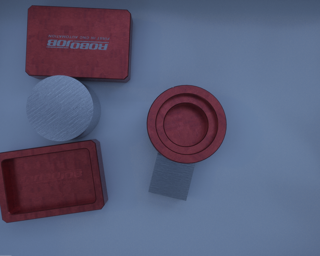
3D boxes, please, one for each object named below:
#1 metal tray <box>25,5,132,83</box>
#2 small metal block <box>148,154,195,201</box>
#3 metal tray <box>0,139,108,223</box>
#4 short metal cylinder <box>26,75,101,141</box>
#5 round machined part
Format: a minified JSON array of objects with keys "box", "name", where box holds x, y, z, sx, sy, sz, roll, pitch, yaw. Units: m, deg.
[{"box":[-0.104,-0.109,0.407,0.131,0.030,0.089,2,90,-1],"name":"metal tray"},{"box":[0.015,0.064,0.412,0.050,0.025,0.050,14,90,-1],"name":"small metal block"},{"box":[-0.141,0.068,0.407,0.131,0.030,0.089,-8,90,-1],"name":"metal tray"},{"box":[-0.121,-0.024,0.397,0.081,0.050,0.079,0,90,-1],"name":"short metal cylinder"},{"box":[0.032,-0.003,0.400,0.099,0.042,0.097,0,84,-2],"name":"round machined part"}]
